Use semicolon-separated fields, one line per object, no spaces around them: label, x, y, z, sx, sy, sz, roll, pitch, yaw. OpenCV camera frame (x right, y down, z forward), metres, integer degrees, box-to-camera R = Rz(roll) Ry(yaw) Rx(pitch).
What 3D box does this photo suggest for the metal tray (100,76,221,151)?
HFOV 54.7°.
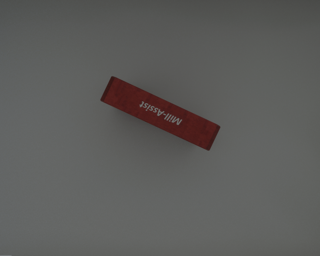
metal tray;0.000;-0.016;0.375;0.131;0.090;0.030;25;90;-1
